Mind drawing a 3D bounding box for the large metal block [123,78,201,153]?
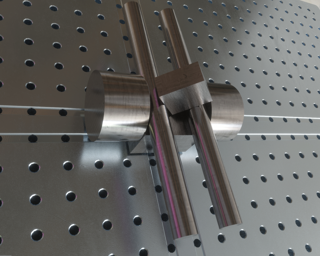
[{"bbox_3d":[0.001,-0.015,0.397,0.081,0.050,0.080,1,61,-28],"label":"large metal block"}]

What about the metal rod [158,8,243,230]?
[{"bbox_3d":[0.042,-0.031,0.381,0.025,0.025,0.299,1,61,-28],"label":"metal rod"}]

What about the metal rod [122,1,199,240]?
[{"bbox_3d":[-0.007,-0.029,0.354,0.025,0.025,0.299,1,61,-28],"label":"metal rod"}]

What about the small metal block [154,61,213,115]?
[{"bbox_3d":[0.027,-0.043,0.348,0.050,0.050,0.025,-19,65,12],"label":"small metal block"}]

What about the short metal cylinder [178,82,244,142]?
[{"bbox_3d":[0.066,-0.021,0.416,0.050,0.080,0.080,0,62,-27],"label":"short metal cylinder"}]

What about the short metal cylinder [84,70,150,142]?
[{"bbox_3d":[-0.051,-0.024,0.355,0.050,0.080,0.080,2,61,-28],"label":"short metal cylinder"}]
